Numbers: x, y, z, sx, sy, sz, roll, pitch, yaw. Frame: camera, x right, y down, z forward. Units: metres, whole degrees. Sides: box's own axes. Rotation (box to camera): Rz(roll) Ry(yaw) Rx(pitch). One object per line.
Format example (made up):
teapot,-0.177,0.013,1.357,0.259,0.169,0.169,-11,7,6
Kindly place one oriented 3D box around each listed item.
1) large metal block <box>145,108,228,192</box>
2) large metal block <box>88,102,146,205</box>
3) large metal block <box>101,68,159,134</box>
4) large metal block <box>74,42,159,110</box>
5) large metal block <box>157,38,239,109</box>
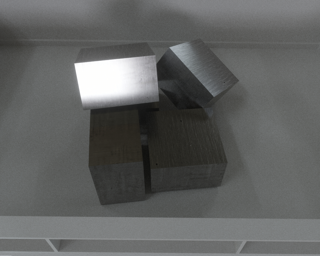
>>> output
large metal block,0.026,0.024,0.364,0.081,0.050,0.080,-4,50,-4
large metal block,-0.046,0.028,0.343,0.050,0.080,0.080,-5,50,-5
large metal block,-0.042,-0.038,0.419,0.081,0.050,0.080,-1,50,-1
large metal block,-0.048,-0.062,0.354,0.081,0.050,0.080,-7,25,-6
large metal block,0.046,-0.067,0.410,0.080,0.050,0.081,50,41,7
